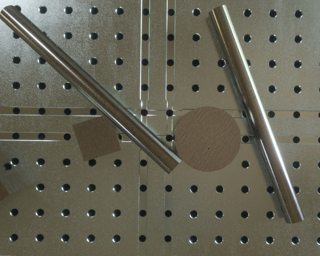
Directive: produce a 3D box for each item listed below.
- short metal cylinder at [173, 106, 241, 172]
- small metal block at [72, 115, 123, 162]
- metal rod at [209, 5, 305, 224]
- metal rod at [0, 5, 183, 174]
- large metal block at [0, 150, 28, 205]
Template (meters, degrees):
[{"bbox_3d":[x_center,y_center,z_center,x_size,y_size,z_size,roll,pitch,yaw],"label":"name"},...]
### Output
[{"bbox_3d":[0.058,0.013,0.401,0.081,0.050,0.079,0,90,0],"label":"short metal cylinder"},{"bbox_3d":[-0.082,0.012,0.413,0.050,0.025,0.050,-18,90,0],"label":"small metal block"},{"bbox_3d":[0.129,-0.018,0.414,0.025,0.025,0.299,-20,90,0],"label":"metal rod"},{"bbox_3d":[-0.091,-0.052,0.394,0.300,0.025,0.025,42,90,7],"label":"metal rod"},{"bbox_3d":[-0.238,0.071,0.399,0.080,0.050,0.080,-36,90,0],"label":"large metal block"}]
